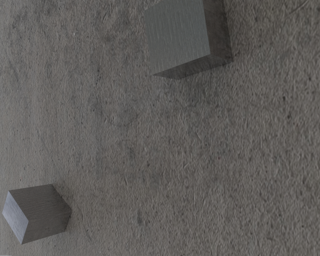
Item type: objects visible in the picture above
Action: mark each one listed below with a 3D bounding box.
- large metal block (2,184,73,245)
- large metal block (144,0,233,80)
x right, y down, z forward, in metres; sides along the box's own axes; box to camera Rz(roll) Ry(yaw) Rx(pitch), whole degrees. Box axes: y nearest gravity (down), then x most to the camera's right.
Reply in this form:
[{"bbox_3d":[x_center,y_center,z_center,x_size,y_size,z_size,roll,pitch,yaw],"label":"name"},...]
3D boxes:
[{"bbox_3d":[-0.217,0.149,0.549,0.080,0.081,0.050,36,112,34],"label":"large metal block"},{"bbox_3d":[0.032,-0.108,0.362,0.080,0.050,0.080,-12,82,39],"label":"large metal block"}]
